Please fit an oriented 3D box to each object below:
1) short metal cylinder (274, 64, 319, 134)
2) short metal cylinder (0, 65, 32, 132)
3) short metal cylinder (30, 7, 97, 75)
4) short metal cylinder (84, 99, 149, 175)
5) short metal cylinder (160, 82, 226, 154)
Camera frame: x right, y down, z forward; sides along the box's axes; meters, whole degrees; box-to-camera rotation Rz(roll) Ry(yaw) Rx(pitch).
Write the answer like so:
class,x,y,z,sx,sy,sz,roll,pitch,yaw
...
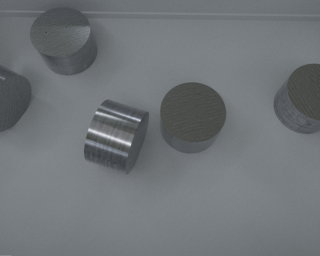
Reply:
class,x,y,z,sx,sy,sz,roll,pitch,yaw
short metal cylinder,0.200,-0.038,0.411,0.081,0.050,0.080,0,70,0
short metal cylinder,-0.213,-0.041,0.394,0.050,0.080,0.080,27,72,9
short metal cylinder,-0.134,-0.122,0.440,0.081,0.050,0.080,0,70,0
short metal cylinder,-0.050,0.011,0.376,0.050,0.080,0.080,18,71,6
short metal cylinder,0.041,-0.012,0.401,0.081,0.050,0.080,0,70,0
